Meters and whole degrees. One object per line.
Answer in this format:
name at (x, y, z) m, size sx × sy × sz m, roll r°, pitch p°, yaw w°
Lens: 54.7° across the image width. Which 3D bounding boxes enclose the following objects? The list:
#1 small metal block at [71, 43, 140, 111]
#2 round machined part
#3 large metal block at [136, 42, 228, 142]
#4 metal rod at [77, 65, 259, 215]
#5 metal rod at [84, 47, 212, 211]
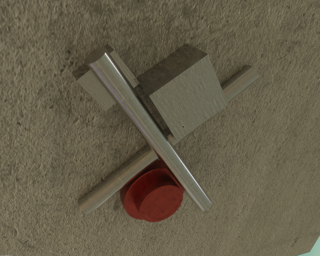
small metal block at (-0.060, -0.056, 0.344) m, size 0.050 × 0.025 × 0.050 m, roll -40°, pitch 130°, yaw -1°
round machined part at (-0.005, 0.099, 0.457) m, size 0.099 × 0.042 × 0.097 m, roll -14°, pitch 125°, yaw -21°
large metal block at (0.027, -0.044, 0.383) m, size 0.080 × 0.050 × 0.080 m, roll -36°, pitch 130°, yaw -5°
metal rod at (0.013, 0.015, 0.428) m, size 0.301 × 0.025 × 0.025 m, roll -39°, pitch 130°, yaw -2°
metal rod at (0.004, 0.025, 0.394) m, size 0.025 × 0.025 × 0.300 m, roll -38°, pitch 130°, yaw -3°
